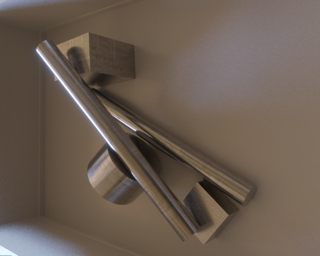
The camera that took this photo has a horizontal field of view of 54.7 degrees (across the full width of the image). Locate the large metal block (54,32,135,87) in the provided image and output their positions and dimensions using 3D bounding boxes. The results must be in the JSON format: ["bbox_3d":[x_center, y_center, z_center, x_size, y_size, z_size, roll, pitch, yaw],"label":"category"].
[{"bbox_3d":[-0.094,-0.094,0.445,0.080,0.081,0.050,-5,87,39],"label":"large metal block"}]

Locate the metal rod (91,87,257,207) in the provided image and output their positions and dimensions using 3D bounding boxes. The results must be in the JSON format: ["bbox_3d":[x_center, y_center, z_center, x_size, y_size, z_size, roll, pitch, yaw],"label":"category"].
[{"bbox_3d":[-0.010,0.008,0.412,0.300,0.025,0.025,31,109,35],"label":"metal rod"}]

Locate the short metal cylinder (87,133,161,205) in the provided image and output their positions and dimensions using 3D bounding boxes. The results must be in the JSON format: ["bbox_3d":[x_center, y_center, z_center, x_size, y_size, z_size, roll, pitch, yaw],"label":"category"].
[{"bbox_3d":[-0.046,0.052,0.404,0.050,0.081,0.080,-47,62,29],"label":"short metal cylinder"}]

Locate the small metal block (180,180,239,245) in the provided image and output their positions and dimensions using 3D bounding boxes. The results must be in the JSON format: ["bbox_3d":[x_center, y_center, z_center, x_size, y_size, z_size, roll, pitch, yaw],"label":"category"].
[{"bbox_3d":[0.054,0.096,0.359,0.050,0.025,0.050,45,117,30],"label":"small metal block"}]

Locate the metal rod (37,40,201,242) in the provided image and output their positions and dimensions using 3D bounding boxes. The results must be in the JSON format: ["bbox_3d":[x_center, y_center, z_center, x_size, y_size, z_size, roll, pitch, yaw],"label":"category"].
[{"bbox_3d":[-0.058,0.005,0.375,0.300,0.025,0.025,50,120,13],"label":"metal rod"}]
